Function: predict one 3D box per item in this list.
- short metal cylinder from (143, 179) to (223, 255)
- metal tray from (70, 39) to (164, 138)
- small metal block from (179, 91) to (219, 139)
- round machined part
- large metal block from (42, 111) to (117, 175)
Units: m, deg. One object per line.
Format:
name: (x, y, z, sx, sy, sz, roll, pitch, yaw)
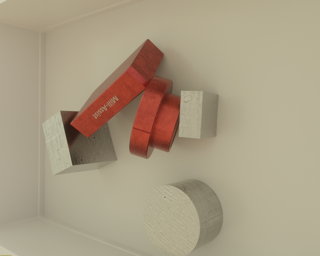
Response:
short metal cylinder: (0.027, 0.104, 0.367, 0.080, 0.050, 0.079, 0, 90, 39)
metal tray: (-0.057, -0.052, 0.411, 0.030, 0.090, 0.130, 42, 126, -18)
small metal block: (0.045, -0.015, 0.350, 0.025, 0.050, 0.050, 5, 93, 29)
round machined part: (0.001, -0.009, 0.367, 0.042, 0.098, 0.097, 18, 103, 6)
large metal block: (-0.120, 0.022, 0.467, 0.050, 0.081, 0.080, -27, 73, 36)
